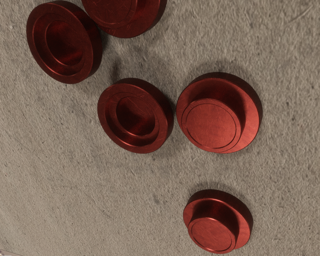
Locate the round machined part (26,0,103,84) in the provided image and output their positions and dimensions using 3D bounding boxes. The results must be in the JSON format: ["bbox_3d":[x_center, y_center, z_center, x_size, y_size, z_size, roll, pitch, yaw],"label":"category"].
[{"bbox_3d":[-0.113,-0.108,0.386,0.098,0.042,0.097,13,124,21],"label":"round machined part"}]

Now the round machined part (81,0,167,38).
[{"bbox_3d":[-0.045,-0.144,0.329,0.098,0.042,0.097,13,124,20],"label":"round machined part"}]

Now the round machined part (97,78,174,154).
[{"bbox_3d":[-0.027,-0.019,0.397,0.098,0.042,0.097,13,124,20],"label":"round machined part"}]

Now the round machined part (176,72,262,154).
[{"bbox_3d":[0.063,-0.011,0.355,0.098,0.042,0.097,13,124,20],"label":"round machined part"}]

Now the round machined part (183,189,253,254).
[{"bbox_3d":[0.078,0.138,0.439,0.098,0.042,0.097,13,124,20],"label":"round machined part"}]
